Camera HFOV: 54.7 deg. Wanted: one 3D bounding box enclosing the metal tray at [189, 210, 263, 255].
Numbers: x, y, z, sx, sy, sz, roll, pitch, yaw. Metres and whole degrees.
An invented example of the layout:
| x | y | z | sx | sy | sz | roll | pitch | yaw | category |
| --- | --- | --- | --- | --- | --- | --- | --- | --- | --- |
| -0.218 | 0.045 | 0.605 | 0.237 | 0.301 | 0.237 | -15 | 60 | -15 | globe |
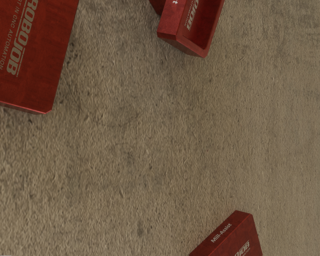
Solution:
| x | y | z | sx | sy | sz | roll | pitch | yaw | category |
| --- | --- | --- | --- | --- | --- | --- | --- | --- | --- |
| 0.109 | 0.204 | 0.493 | 0.131 | 0.030 | 0.089 | -28 | 108 | -36 | metal tray |

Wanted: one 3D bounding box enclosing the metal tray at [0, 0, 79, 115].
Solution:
| x | y | z | sx | sy | sz | roll | pitch | yaw | category |
| --- | --- | --- | --- | --- | --- | --- | --- | --- | --- |
| -0.135 | -0.085 | 0.288 | 0.091 | 0.030 | 0.129 | 18 | 79 | -39 | metal tray |

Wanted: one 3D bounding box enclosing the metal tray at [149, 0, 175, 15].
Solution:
| x | y | z | sx | sy | sz | roll | pitch | yaw | category |
| --- | --- | --- | --- | --- | --- | --- | --- | --- | --- |
| 0.021 | -0.225 | 0.418 | 0.130 | 0.030 | 0.090 | -50 | 120 | -28 | metal tray |

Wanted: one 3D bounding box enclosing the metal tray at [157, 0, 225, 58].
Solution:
| x | y | z | sx | sy | sz | roll | pitch | yaw | category |
| --- | --- | --- | --- | --- | --- | --- | --- | --- | --- |
| 0.049 | -0.167 | 0.402 | 0.090 | 0.030 | 0.129 | 8 | 100 | -58 | metal tray |
